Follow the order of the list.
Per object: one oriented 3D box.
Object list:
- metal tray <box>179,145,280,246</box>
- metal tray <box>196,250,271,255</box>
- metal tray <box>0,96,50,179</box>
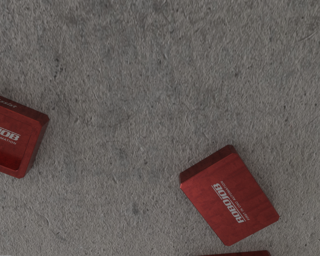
[{"bbox_3d":[0.099,0.099,0.444,0.090,0.030,0.130,-33,107,11],"label":"metal tray"},{"bbox_3d":[0.115,0.248,0.499,0.131,0.030,0.089,-5,110,1],"label":"metal tray"},{"bbox_3d":[-0.224,0.002,0.405,0.131,0.030,0.089,23,108,-9],"label":"metal tray"}]
